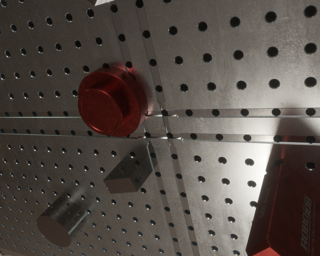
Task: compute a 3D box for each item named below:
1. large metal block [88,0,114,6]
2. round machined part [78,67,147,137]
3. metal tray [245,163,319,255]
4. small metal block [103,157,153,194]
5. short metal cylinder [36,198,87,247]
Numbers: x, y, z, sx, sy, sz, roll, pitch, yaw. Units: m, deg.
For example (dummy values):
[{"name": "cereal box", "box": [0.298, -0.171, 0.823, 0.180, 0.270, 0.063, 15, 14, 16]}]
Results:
[{"name": "large metal block", "box": [-0.068, -0.187, 0.314, 0.080, 0.050, 0.080, 40, 129, 1]}, {"name": "round machined part", "box": [-0.070, -0.029, 0.418, 0.098, 0.042, 0.097, 13, 124, 20]}, {"name": "metal tray", "box": [0.148, 0.108, 0.332, 0.090, 0.131, 0.030, 40, 129, 1]}, {"name": "small metal block", "box": [-0.047, 0.071, 0.462, 0.050, 0.050, 0.025, -12, 112, 33]}, {"name": "short metal cylinder", "box": [-0.193, 0.186, 0.609, 0.080, 0.050, 0.079, 13, 124, 20]}]
